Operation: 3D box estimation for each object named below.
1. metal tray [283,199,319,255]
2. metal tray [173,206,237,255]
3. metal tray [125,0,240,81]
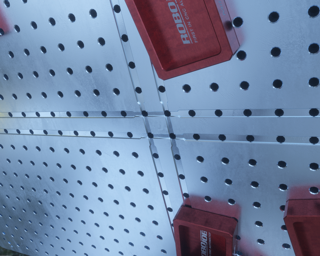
[{"bbox_3d":[0.217,0.149,0.385,0.090,0.030,0.130,-11,113,33],"label":"metal tray"},{"bbox_3d":[0.072,0.189,0.487,0.090,0.030,0.129,8,122,24],"label":"metal tray"},{"bbox_3d":[0.017,-0.123,0.322,0.090,0.030,0.130,-12,112,33],"label":"metal tray"}]
